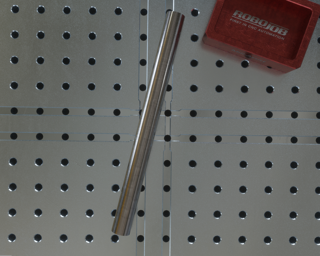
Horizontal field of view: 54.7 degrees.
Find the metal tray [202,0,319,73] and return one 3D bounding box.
[{"bbox_3d":[0.133,-0.138,0.412,0.131,0.030,0.090,20,90,-1],"label":"metal tray"}]

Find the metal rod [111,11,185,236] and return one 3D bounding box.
[{"bbox_3d":[-0.016,-0.006,0.413,0.025,0.025,0.298,14,90,-1],"label":"metal rod"}]
